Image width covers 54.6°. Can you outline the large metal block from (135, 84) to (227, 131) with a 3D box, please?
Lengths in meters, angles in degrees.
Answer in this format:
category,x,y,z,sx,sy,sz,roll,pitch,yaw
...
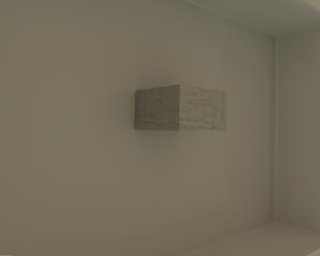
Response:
category,x,y,z,sx,sy,sz,roll,pitch,yaw
large metal block,0.026,-0.022,0.388,0.081,0.080,0.050,1,90,-40
